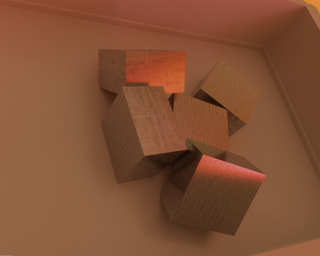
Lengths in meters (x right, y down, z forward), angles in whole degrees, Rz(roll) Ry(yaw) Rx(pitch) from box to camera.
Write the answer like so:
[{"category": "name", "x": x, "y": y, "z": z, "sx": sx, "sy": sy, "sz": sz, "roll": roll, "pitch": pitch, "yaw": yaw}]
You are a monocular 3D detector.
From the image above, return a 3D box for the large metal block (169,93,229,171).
[{"category": "large metal block", "x": 0.042, "y": 0.008, "z": 0.408, "sx": 0.081, "sy": 0.050, "sz": 0.080, "roll": 18, "pitch": 55, "yaw": -19}]

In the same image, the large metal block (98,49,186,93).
[{"category": "large metal block", "x": -0.025, "y": -0.073, "z": 0.394, "sx": 0.081, "sy": 0.080, "sz": 0.050, "roll": -8, "pitch": 108, "yaw": -31}]

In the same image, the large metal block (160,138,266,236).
[{"category": "large metal block", "x": 0.058, "y": 0.067, "z": 0.352, "sx": 0.081, "sy": 0.080, "sz": 0.050, "roll": 19, "pitch": 12, "yaw": -19}]

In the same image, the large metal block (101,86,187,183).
[{"category": "large metal block", "x": -0.023, "y": 0.008, "z": 0.353, "sx": 0.050, "sy": 0.080, "sz": 0.080, "roll": -6, "pitch": 65, "yaw": -31}]

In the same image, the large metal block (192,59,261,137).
[{"category": "large metal block", "x": 0.094, "y": -0.043, "z": 0.467, "sx": 0.080, "sy": 0.050, "sz": 0.080, "roll": 38, "pitch": 51, "yaw": -3}]
